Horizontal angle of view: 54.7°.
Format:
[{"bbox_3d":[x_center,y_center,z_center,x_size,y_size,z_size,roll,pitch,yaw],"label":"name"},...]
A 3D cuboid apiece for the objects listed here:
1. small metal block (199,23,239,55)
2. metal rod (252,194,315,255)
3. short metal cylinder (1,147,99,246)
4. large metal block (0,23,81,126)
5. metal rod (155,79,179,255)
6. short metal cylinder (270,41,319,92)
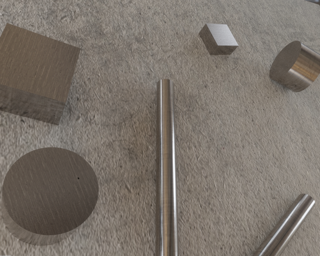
[{"bbox_3d":[0.105,-0.160,0.558,0.050,0.025,0.050,-9,66,-32],"label":"small metal block"},{"bbox_3d":[0.111,0.167,0.361,0.302,0.025,0.025,-30,79,-38],"label":"metal rod"},{"bbox_3d":[-0.104,0.065,0.292,0.081,0.050,0.080,14,56,-21],"label":"short metal cylinder"},{"bbox_3d":[-0.142,-0.058,0.347,0.081,0.050,0.080,16,55,-19],"label":"large metal block"},{"bbox_3d":[0.008,0.065,0.367,0.025,0.025,0.299,14,56,-21],"label":"metal rod"},{"bbox_3d":[0.250,-0.113,0.572,0.050,0.080,0.080,27,53,-12],"label":"short metal cylinder"}]
